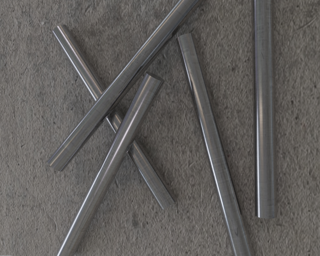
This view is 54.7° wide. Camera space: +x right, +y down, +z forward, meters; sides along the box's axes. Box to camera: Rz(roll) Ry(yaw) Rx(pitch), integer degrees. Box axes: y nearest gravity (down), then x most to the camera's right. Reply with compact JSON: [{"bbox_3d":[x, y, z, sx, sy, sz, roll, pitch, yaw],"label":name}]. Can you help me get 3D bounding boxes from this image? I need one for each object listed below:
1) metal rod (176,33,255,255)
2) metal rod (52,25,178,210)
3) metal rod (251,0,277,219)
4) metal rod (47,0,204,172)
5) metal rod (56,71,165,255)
[{"bbox_3d":[0.069,0.028,0.384,0.025,0.025,0.298,-16,85,19],"label":"metal rod"},{"bbox_3d":[-0.068,-0.022,0.432,0.025,0.025,0.299,-37,79,16],"label":"metal rod"},{"bbox_3d":[0.122,-0.046,0.365,0.025,0.025,0.298,-1,90,20],"label":"metal rod"},{"bbox_3d":[-0.044,-0.064,0.403,0.025,0.025,0.299,42,95,15],"label":"metal rod"},{"bbox_3d":[-0.073,0.064,0.414,0.025,0.025,0.298,34,109,16],"label":"metal rod"}]
